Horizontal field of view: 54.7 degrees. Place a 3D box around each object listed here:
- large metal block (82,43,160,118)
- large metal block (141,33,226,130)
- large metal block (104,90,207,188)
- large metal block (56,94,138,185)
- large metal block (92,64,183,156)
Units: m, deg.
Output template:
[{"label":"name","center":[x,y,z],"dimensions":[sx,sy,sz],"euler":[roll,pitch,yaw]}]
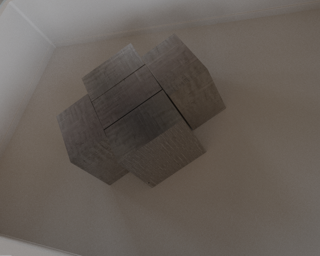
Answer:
[{"label":"large metal block","center":[-0.044,-0.053,0.423],"dimensions":[0.080,0.080,0.050],"euler":[-35,52,5]},{"label":"large metal block","center":[0.030,-0.057,0.387],"dimensions":[0.050,0.080,0.080],"euler":[-35,52,5]},{"label":"large metal block","center":[-0.003,0.016,0.361],"dimensions":[0.080,0.080,0.050],"euler":[-35,52,5]},{"label":"large metal block","center":[-0.079,0.016,0.399],"dimensions":[0.050,0.080,0.080],"euler":[-35,52,5]},{"label":"large metal block","center":[-0.024,-0.019,0.392],"dimensions":[0.080,0.080,0.050],"euler":[-35,52,5]}]
